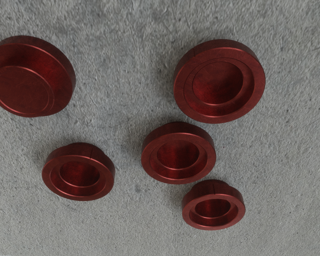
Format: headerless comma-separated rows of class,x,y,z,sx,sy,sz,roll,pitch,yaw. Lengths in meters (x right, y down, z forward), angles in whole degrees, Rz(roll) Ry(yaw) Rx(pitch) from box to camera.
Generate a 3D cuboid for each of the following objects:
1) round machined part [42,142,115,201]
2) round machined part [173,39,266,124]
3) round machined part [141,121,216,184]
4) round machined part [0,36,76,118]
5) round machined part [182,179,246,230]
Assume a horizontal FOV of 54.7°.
round machined part,-0.113,0.059,0.445,0.099,0.042,0.097,0,130,0
round machined part,0.064,-0.055,0.350,0.099,0.042,0.097,0,130,0
round machined part,0.025,0.030,0.421,0.099,0.042,0.097,0,130,0
round machined part,-0.150,-0.050,0.352,0.099,0.042,0.097,0,130,0
round machined part,0.084,0.120,0.499,0.099,0.042,0.097,0,130,0
